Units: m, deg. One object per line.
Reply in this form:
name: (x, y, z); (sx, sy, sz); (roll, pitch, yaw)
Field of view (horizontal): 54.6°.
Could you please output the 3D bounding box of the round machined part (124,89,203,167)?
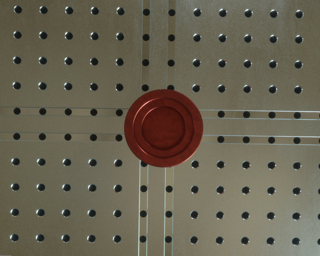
round machined part: (0.005, 0.000, 0.405); (0.099, 0.042, 0.097); (0, 90, 0)
